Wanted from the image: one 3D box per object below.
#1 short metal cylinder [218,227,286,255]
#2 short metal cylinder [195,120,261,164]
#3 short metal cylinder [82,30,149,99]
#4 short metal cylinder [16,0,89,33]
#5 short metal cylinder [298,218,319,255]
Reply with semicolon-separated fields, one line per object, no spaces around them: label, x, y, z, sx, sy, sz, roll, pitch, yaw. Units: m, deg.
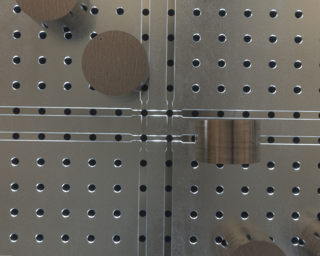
short metal cylinder;0.120;0.177;0.402;0.081;0.050;0.079;0;90;0
short metal cylinder;0.084;0.015;0.386;0.081;0.080;0.050;0;90;0
short metal cylinder;-0.055;-0.079;0.400;0.081;0.050;0.079;0;90;0
short metal cylinder;-0.137;-0.170;0.399;0.081;0.050;0.079;0;90;0
short metal cylinder;0.231;0.164;0.403;0.081;0.050;0.079;0;90;0
